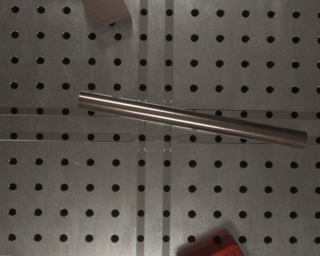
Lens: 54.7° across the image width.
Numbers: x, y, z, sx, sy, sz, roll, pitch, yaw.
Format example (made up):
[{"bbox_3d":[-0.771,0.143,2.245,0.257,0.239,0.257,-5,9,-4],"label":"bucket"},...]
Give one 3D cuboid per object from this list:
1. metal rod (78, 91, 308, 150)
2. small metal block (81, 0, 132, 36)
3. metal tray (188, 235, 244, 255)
[{"bbox_3d":[0.043,-0.010,0.413,0.302,0.025,0.025,10,90,-1],"label":"metal rod"},{"bbox_3d":[-0.071,-0.159,0.412,0.050,0.025,0.050,-24,90,-1],"label":"small metal block"},{"bbox_3d":[0.088,0.224,0.412,0.090,0.030,0.130,-27,90,-1],"label":"metal tray"}]
